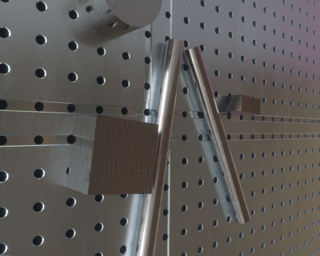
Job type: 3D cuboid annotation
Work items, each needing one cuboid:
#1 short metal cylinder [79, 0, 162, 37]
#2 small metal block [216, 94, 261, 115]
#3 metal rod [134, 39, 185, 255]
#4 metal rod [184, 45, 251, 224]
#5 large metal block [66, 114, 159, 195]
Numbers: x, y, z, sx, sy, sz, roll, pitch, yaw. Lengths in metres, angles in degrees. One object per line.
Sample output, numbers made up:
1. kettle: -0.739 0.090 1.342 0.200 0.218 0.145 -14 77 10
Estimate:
1. short metal cylinder: -0.045 -0.150 0.355 0.081 0.050 0.079 0 90 -40
2. small metal block: 0.125 -0.036 0.498 0.050 0.050 0.025 7 86 -40
3. metal rod: 0.000 0.029 0.408 0.025 0.025 0.298 14 81 -39
4. metal rod: 0.093 0.020 0.487 0.025 0.025 0.298 -32 110 -36
5. large metal block: -0.052 0.030 0.349 0.081 0.050 0.080 9 84 -40
